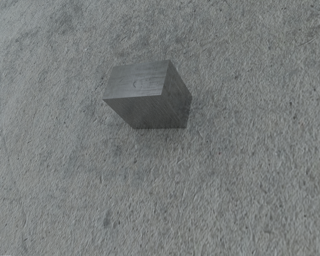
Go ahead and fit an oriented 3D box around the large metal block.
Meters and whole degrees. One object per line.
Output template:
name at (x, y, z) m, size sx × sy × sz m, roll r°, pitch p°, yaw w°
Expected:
large metal block at (-0.013, -0.039, 0.400) m, size 0.080 × 0.080 × 0.050 m, roll -1°, pitch 61°, yaw 27°
